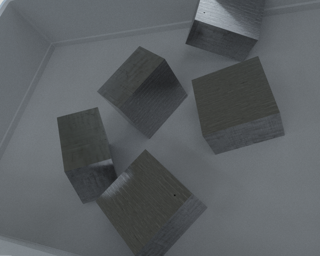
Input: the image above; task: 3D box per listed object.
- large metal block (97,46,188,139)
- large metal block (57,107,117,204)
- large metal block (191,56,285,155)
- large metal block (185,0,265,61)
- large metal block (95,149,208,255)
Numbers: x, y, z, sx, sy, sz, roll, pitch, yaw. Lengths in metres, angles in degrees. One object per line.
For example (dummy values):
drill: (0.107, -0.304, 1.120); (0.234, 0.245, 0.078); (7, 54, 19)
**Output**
large metal block: (-0.020, -0.045, 0.407); (0.080, 0.080, 0.050); (-49, 52, -6)
large metal block: (-0.086, 0.035, 0.384); (0.050, 0.080, 0.080); (-16, 52, -9)
large metal block: (0.088, -0.025, 0.358); (0.080, 0.050, 0.080); (-18, 55, 17)
large metal block: (0.086, -0.145, 0.407); (0.080, 0.050, 0.080); (17, 69, -3)
large metal block: (-0.010, 0.084, 0.342); (0.080, 0.050, 0.080); (-46, 52, -5)
